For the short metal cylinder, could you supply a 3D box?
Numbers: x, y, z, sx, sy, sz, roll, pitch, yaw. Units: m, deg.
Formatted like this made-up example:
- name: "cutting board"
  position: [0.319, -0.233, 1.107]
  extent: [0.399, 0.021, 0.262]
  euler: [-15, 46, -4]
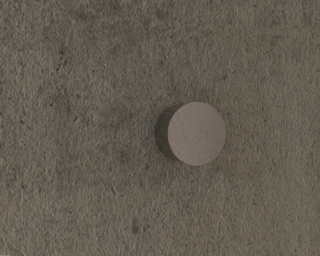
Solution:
- name: "short metal cylinder"
  position: [0.039, 0.007, 0.410]
  extent: [0.081, 0.050, 0.080]
  euler: [0, 90, -20]
